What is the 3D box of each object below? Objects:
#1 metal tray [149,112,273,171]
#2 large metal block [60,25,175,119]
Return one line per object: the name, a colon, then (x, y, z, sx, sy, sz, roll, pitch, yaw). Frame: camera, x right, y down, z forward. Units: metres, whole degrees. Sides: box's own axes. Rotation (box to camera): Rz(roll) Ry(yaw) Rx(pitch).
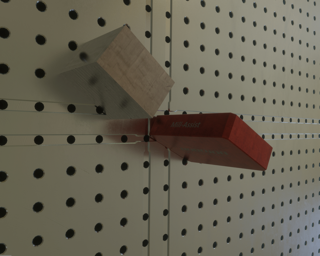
metal tray: (0.060, 0.017, 0.391, 0.090, 0.130, 0.030, 35, 69, -35)
large metal block: (-0.046, -0.054, 0.335, 0.080, 0.080, 0.050, 45, 63, -31)
